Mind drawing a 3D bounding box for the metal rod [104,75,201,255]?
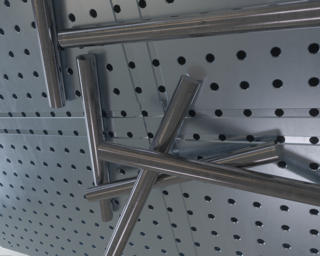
[{"bbox_3d":[-0.019,0.070,0.416,0.025,0.025,0.298,28,113,11],"label":"metal rod"}]

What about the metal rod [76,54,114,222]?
[{"bbox_3d":[-0.097,0.034,0.483,0.025,0.025,0.298,13,124,21],"label":"metal rod"}]

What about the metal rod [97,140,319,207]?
[{"bbox_3d":[0.074,0.056,0.365,0.301,0.025,0.025,11,124,7],"label":"metal rod"}]

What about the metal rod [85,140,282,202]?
[{"bbox_3d":[0.012,0.067,0.429,0.300,0.025,0.025,-18,109,29],"label":"metal rod"}]

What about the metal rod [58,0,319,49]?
[{"bbox_3d":[0.010,-0.109,0.338,0.300,0.025,0.025,3,120,26],"label":"metal rod"}]

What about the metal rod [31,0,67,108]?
[{"bbox_3d":[-0.149,-0.161,0.390,0.025,0.025,0.298,16,125,19],"label":"metal rod"}]
